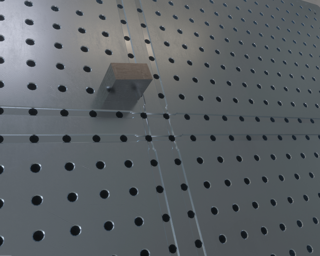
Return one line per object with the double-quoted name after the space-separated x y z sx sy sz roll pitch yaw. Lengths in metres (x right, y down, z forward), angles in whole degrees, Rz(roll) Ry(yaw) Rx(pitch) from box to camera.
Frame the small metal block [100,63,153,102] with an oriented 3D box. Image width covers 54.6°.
-0.045 -0.059 0.404 0.050 0.050 0.025 -6 65 -31 "small metal block"
